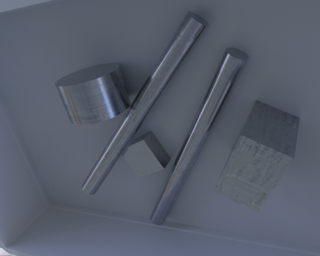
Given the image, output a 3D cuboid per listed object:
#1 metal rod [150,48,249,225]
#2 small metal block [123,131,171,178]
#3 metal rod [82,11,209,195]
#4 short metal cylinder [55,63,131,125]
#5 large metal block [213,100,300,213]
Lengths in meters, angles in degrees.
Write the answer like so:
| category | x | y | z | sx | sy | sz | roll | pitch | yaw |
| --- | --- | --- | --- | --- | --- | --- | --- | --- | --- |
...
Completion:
| category | x | y | z | sx | sy | sz | roll | pitch | yaw |
| --- | --- | --- | --- | --- | --- | --- | --- | --- | --- |
| metal rod | 0.038 | 0.035 | 0.408 | 0.025 | 0.025 | 0.298 | 28 | 128 | 10 |
| small metal block | -0.021 | 0.038 | 0.442 | 0.050 | 0.025 | 0.050 | -26 | 105 | 36 |
| metal rod | -0.034 | -0.010 | 0.397 | 0.025 | 0.025 | 0.298 | 37 | 122 | 3 |
| short metal cylinder | -0.082 | -0.044 | 0.387 | 0.080 | 0.080 | 0.050 | -1 | 118 | 28 |
| large metal block | 0.105 | 0.028 | 0.335 | 0.050 | 0.080 | 0.079 | 25 | 127 | 12 |
